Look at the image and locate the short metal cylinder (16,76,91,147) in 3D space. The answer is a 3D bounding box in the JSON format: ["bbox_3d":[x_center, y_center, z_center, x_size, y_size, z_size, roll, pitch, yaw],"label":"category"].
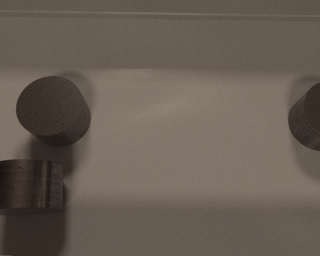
[{"bbox_3d":[-0.135,-0.020,0.402,0.081,0.050,0.080,0,70,0],"label":"short metal cylinder"}]

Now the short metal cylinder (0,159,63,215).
[{"bbox_3d":[-0.153,0.070,0.353,0.081,0.080,0.050,-4,70,-2],"label":"short metal cylinder"}]

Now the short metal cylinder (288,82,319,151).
[{"bbox_3d":[0.218,-0.015,0.404,0.081,0.050,0.080,0,70,0],"label":"short metal cylinder"}]
